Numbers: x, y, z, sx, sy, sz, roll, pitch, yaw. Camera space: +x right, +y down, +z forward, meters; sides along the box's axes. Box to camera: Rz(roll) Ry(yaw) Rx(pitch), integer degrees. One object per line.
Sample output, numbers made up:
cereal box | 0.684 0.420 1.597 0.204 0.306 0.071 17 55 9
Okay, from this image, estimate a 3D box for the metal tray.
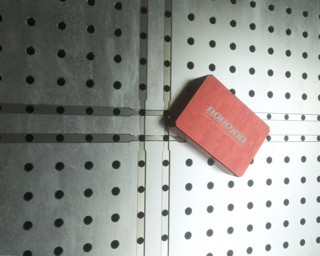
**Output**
metal tray | 0.086 -0.002 0.443 0.130 0.030 0.090 39 78 -16
